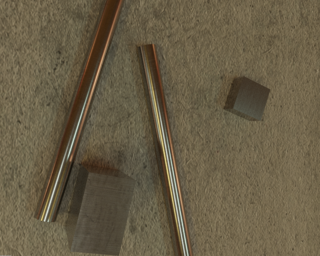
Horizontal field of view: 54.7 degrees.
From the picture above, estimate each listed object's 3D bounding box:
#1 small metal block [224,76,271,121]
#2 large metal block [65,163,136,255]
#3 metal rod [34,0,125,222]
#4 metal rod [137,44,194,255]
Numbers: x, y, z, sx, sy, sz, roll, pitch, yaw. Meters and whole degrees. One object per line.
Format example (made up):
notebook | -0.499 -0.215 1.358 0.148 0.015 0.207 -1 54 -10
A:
small metal block | 0.129 -0.042 0.458 0.050 0.025 0.050 21 83 -19
large metal block | -0.071 0.089 0.354 0.050 0.080 0.080 14 85 -20
metal rod | -0.093 -0.038 0.375 0.025 0.025 0.299 18 84 -20
metal rod | 0.009 0.040 0.413 0.025 0.025 0.298 -12 94 -20
